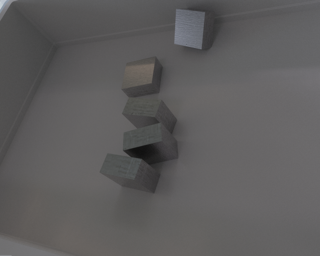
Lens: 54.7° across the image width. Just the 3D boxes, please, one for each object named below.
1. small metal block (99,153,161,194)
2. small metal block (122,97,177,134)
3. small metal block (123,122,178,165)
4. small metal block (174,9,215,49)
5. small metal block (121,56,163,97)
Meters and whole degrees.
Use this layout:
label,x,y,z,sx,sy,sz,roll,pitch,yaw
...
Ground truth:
label,x,y,z,sx,sy,sz,roll,pitch,yaw
small metal block,-0.035,0.055,0.374,0.050,0.050,0.025,6,65,31
small metal block,-0.013,-0.015,0.406,0.050,0.050,0.025,7,66,31
small metal block,-0.011,0.022,0.382,0.050,0.050,0.025,-15,56,20
small metal block,0.050,-0.145,0.450,0.050,0.050,0.025,23,33,36
small metal block,-0.026,-0.076,0.466,0.050,0.025,0.050,-7,58,24
